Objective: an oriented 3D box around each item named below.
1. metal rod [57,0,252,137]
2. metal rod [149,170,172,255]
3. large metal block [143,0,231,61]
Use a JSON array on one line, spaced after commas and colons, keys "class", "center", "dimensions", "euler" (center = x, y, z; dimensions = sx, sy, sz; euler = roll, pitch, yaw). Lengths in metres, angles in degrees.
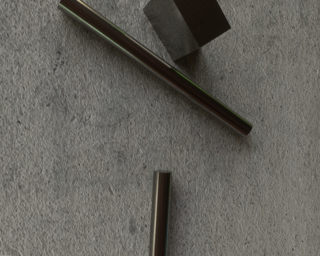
[{"class": "metal rod", "center": [0.006, -0.074, 0.412], "dimensions": [0.301, 0.025, 0.025], "euler": [33, 79, -18]}, {"class": "metal rod", "center": [-0.005, 0.206, 0.408], "dimensions": [0.025, 0.025, 0.298], "euler": [4, 89, -20]}, {"class": "large metal block", "center": [0.031, -0.139, 0.392], "dimensions": [0.050, 0.080, 0.080], "euler": [-35, 102, -17]}]
